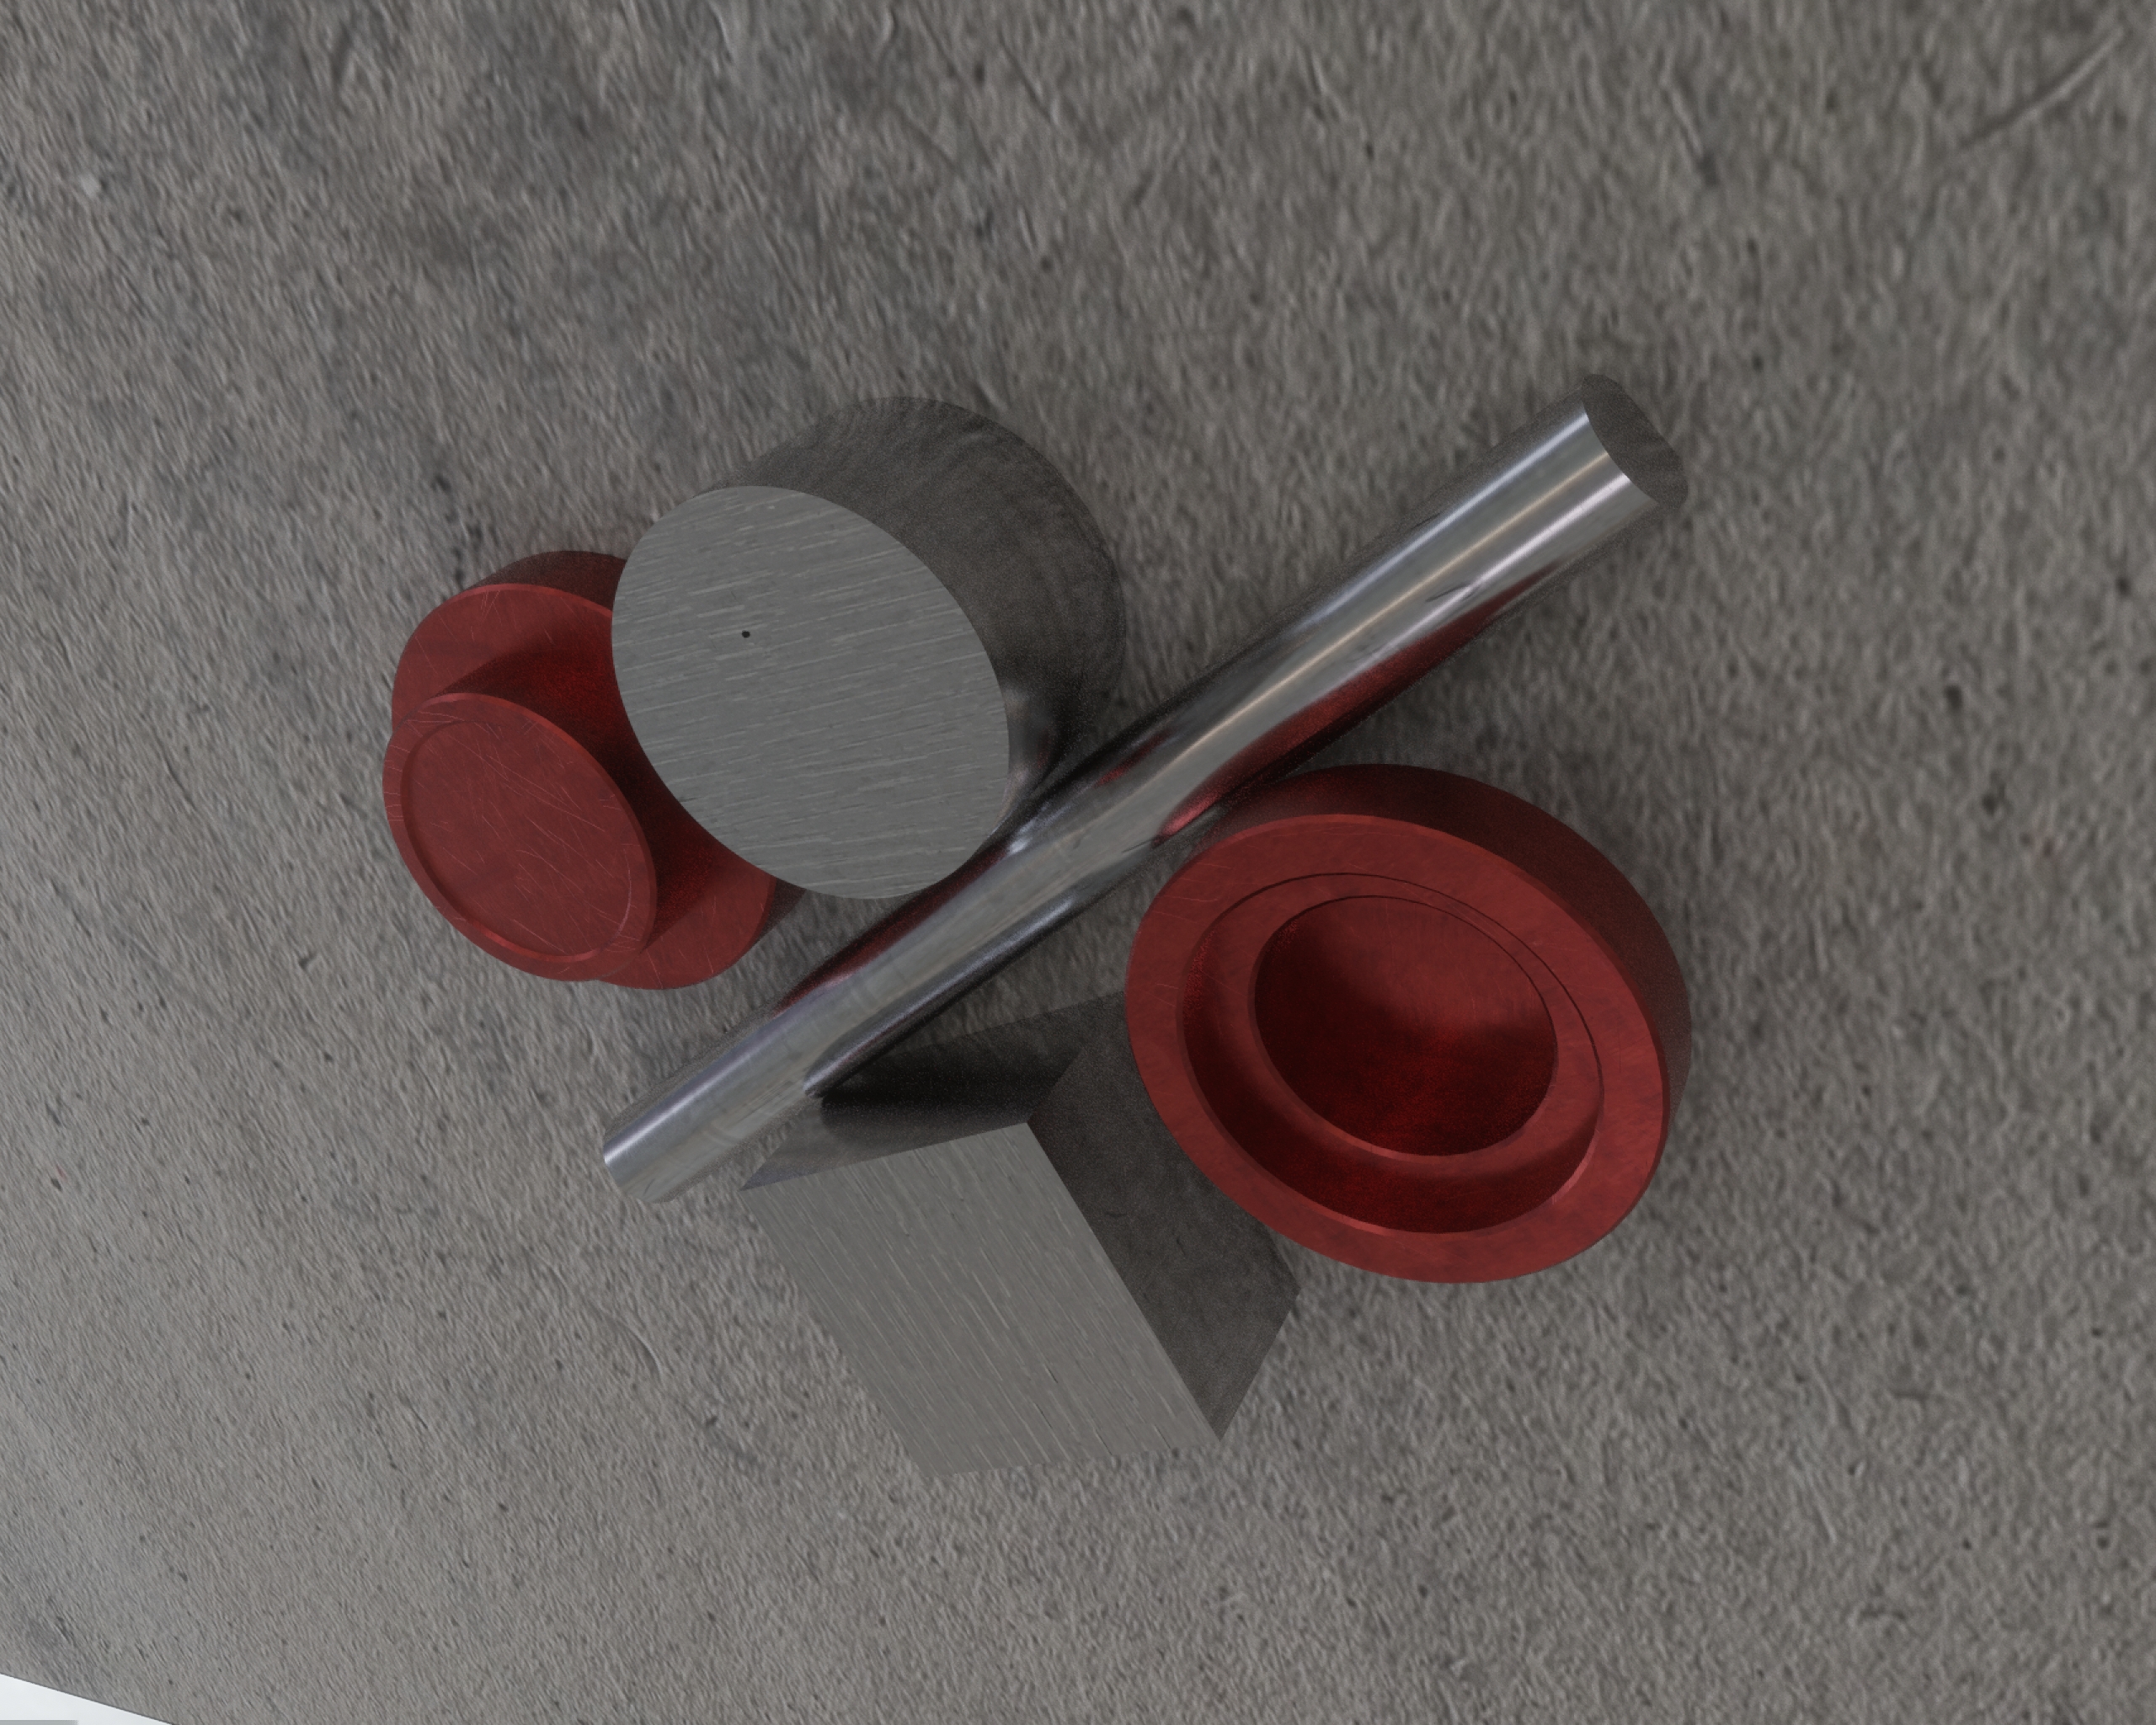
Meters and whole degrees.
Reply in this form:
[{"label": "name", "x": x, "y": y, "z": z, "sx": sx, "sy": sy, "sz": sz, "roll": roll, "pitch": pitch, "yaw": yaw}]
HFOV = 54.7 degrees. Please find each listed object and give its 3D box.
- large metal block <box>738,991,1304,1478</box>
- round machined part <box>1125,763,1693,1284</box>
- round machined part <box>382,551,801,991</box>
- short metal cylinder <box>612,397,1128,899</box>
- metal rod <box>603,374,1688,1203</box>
[{"label": "large metal block", "x": -0.011, "y": 0.081, "z": 0.449, "sx": 0.080, "sy": 0.050, "sz": 0.080, "roll": -18, "pitch": 109, "yaw": 35}, {"label": "round machined part", "x": 0.062, "y": 0.025, "z": 0.380, "sx": 0.098, "sy": 0.042, "sz": 0.097, "roll": 13, "pitch": 124, "yaw": 21}, {"label": "round machined part", "x": -0.107, "y": -0.013, "z": 0.445, "sx": 0.098, "sy": 0.042, "sz": 0.097, "roll": 13, "pitch": 124, "yaw": 21}, {"label": "short metal cylinder", "x": -0.038, "y": -0.040, "z": 0.387, "sx": 0.080, "sy": 0.050, "sz": 0.079, "roll": 13, "pitch": 124, "yaw": 21}, {"label": "metal rod", "x": -0.009, "y": 0.003, "z": 0.416, "sx": 0.025, "sy": 0.025, "sz": 0.299, "roll": 49, "pitch": 128, "yaw": -7}]
